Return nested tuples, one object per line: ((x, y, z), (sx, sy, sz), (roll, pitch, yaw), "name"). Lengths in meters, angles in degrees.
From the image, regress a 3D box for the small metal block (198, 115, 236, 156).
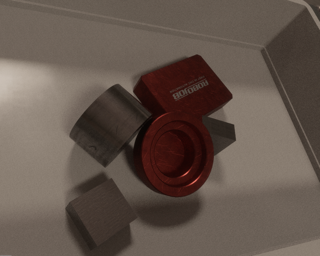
((0.066, 0.012, 0.420), (0.050, 0.050, 0.025), (15, 56, -20), "small metal block")

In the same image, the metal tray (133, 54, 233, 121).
((0.037, -0.051, 0.456), (0.131, 0.030, 0.090), (-29, 78, -38), "metal tray")

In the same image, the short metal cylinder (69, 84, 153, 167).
((-0.053, -0.002, 0.344), (0.050, 0.080, 0.080), (41, 51, 0), "short metal cylinder")

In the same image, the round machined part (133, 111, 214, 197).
((0.013, 0.030, 0.369), (0.099, 0.042, 0.097), (2, 85, -29), "round machined part")

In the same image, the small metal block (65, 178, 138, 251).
((-0.060, 0.088, 0.320), (0.050, 0.025, 0.050), (-27, 77, -37), "small metal block")
